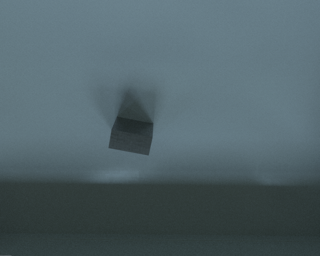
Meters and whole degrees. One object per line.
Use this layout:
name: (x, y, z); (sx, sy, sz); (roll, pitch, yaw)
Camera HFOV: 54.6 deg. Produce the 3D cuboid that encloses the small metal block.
small metal block: (-0.036, 0.009, 0.401); (0.050, 0.050, 0.025); (11, 110, -4)
